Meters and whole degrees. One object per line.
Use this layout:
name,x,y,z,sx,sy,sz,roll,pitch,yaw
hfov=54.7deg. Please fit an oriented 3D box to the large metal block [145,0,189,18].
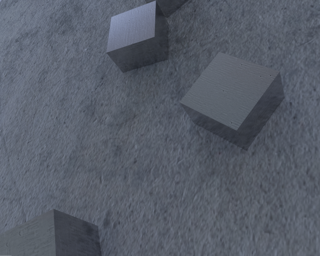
large metal block,0.013,-0.248,0.532,0.080,0.050,0.080,-39,51,1

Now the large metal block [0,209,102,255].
large metal block,-0.123,0.139,0.346,0.080,0.080,0.050,-27,53,11

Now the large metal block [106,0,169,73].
large metal block,-0.033,-0.144,0.492,0.080,0.050,0.080,-12,57,21

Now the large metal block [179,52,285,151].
large metal block,0.085,-0.033,0.363,0.080,0.050,0.080,31,79,37
